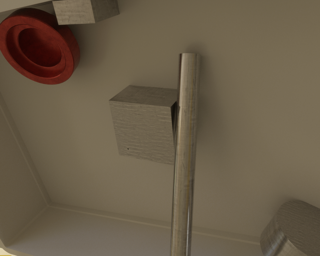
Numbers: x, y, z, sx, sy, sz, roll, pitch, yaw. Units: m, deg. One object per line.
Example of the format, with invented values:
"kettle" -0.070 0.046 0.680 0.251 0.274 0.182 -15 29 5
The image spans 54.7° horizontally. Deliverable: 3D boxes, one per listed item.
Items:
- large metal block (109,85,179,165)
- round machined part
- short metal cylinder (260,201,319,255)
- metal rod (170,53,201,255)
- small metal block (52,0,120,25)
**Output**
"large metal block" -0.011 -0.005 0.394 0.080 0.050 0.079 8 122 23
"round machined part" -0.149 -0.107 0.396 0.098 0.042 0.097 8 136 8
"short metal cylinder" 0.168 0.134 0.368 0.080 0.080 0.050 25 127 12
"metal rod" 0.028 0.067 0.360 0.025 0.025 0.298 5 98 25
"small metal block" -0.082 -0.136 0.350 0.050 0.050 0.025 6 121 24
